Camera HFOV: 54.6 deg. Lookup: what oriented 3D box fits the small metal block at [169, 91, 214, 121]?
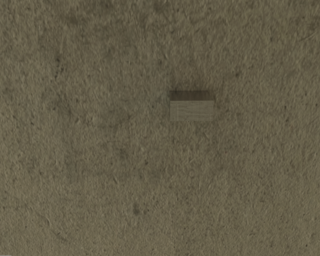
[{"bbox_3d":[0.037,-0.029,0.386,0.050,0.050,0.025,0,110,0],"label":"small metal block"}]
